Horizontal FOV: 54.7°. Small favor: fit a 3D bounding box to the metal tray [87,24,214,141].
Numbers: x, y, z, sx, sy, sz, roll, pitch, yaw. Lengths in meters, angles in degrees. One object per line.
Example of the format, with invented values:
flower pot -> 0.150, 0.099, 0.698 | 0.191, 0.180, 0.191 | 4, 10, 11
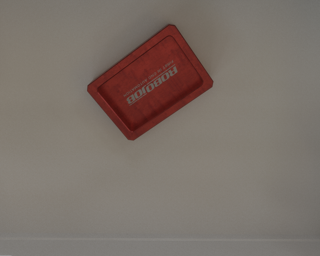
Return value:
metal tray -> -0.012, -0.055, 0.387 | 0.130, 0.030, 0.090 | -34, 107, 11
